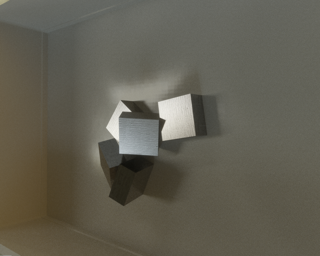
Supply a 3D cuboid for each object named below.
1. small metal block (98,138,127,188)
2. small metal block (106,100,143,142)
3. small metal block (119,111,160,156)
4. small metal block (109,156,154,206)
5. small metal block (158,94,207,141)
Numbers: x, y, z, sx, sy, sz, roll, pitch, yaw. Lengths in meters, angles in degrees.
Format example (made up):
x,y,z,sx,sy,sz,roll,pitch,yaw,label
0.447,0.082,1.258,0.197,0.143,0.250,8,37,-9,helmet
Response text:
x,y,z,sx,sy,sz,roll,pitch,yaw,label
-0.067,0.051,0.442,0.050,0.025,0.050,94,152,-43,small metal block
-0.044,-0.005,0.444,0.050,0.025,0.050,45,117,30,small metal block
-0.026,0.007,0.405,0.050,0.025,0.050,3,111,3,small metal block
-0.038,0.070,0.419,0.025,0.050,0.050,26,107,21,small metal block
0.027,-0.012,0.384,0.050,0.025,0.050,-11,83,39,small metal block
